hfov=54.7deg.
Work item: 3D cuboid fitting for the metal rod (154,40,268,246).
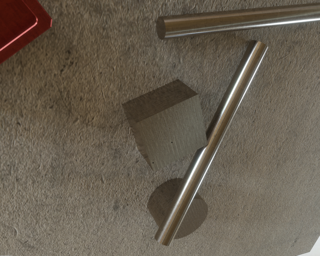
[{"bbox_3d":[0.068,0.023,0.423,0.025,0.025,0.299,23,94,-37],"label":"metal rod"}]

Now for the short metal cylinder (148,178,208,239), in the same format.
[{"bbox_3d":[0.028,0.126,0.486,0.081,0.050,0.079,-14,125,-21],"label":"short metal cylinder"}]

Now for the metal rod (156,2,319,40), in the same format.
[{"bbox_3d":[0.138,-0.142,0.396,0.303,0.025,0.025,-13,124,-22],"label":"metal rod"}]

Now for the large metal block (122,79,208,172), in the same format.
[{"bbox_3d":[0.008,-0.004,0.394,0.080,0.050,0.080,-26,128,-13],"label":"large metal block"}]

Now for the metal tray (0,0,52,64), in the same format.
[{"bbox_3d":[-0.171,-0.088,0.255,0.130,0.030,0.090,-38,130,-3],"label":"metal tray"}]
